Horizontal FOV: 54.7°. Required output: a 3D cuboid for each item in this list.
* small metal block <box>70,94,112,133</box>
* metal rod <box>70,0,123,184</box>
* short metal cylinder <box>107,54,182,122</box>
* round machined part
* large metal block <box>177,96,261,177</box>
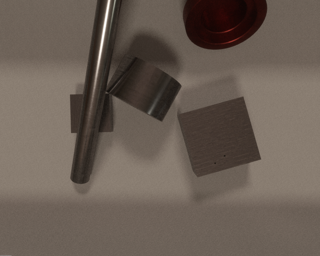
[{"bbox_3d":[-0.090,-0.019,0.410,0.050,0.025,0.050,-2,90,-1],"label":"small metal block"},{"bbox_3d":[-0.070,-0.063,0.349,0.025,0.025,0.298,15,115,-1],"label":"metal rod"},{"bbox_3d":[-0.021,-0.048,0.384,0.080,0.080,0.050,29,90,-1],"label":"short metal cylinder"},{"bbox_3d":[0.077,-0.146,0.383,0.099,0.098,0.042,-8,61,-1],"label":"round machined part"},{"bbox_3d":[0.073,0.011,0.400,0.080,0.050,0.080,-16,90,-1],"label":"large metal block"}]
